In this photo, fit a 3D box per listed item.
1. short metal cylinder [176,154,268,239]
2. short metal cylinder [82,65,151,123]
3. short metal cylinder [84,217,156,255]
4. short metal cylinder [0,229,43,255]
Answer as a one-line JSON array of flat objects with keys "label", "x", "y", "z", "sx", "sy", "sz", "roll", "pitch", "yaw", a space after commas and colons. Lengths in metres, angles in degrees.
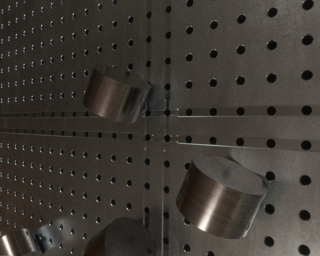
[{"label": "short metal cylinder", "x": 0.063, "y": 0.068, "z": 0.321, "sx": 0.080, "sy": 0.081, "sz": 0.050, "roll": 31, "pitch": 109, "yaw": 35}, {"label": "short metal cylinder", "x": -0.058, "y": -0.047, "z": 0.419, "sx": 0.080, "sy": 0.081, "sz": 0.050, "roll": 36, "pitch": 112, "yaw": 34}, {"label": "short metal cylinder", "x": -0.053, "y": 0.168, "z": 0.415, "sx": 0.050, "sy": 0.081, "sz": 0.080, "roll": -43, "pitch": 64, "yaw": 31}, {"label": "short metal cylinder", "x": -0.276, "y": 0.240, "z": 0.598, "sx": 0.050, "sy": 0.081, "sz": 0.080, "roll": 52, "pitch": 120, "yaw": 27}]
